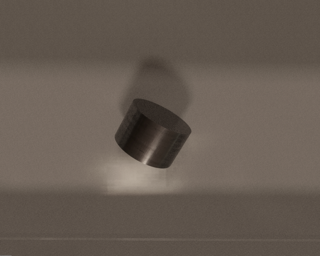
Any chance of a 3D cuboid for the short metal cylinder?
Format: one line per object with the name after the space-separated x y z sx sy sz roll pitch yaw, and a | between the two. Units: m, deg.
-0.009 0.006 0.384 0.080 0.080 0.050 27 108 -10 | short metal cylinder
